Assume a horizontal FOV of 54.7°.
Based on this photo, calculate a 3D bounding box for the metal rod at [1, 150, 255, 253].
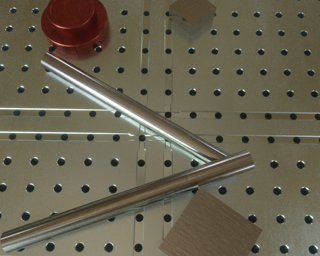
[{"bbox_3d":[-0.036,0.085,0.365,0.302,0.025,0.025,-19,71,-2],"label":"metal rod"}]

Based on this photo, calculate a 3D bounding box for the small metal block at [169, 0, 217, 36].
[{"bbox_3d":[0.050,-0.178,0.478,0.050,0.025,0.050,-42,76,-14],"label":"small metal block"}]

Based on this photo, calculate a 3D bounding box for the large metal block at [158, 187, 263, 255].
[{"bbox_3d":[0.054,0.127,0.353,0.080,0.050,0.080,34,73,11],"label":"large metal block"}]

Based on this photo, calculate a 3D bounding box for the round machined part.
[{"bbox_3d":[-0.128,-0.163,0.461,0.099,0.042,0.098,0,70,-1],"label":"round machined part"}]

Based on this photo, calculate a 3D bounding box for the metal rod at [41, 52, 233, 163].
[{"bbox_3d":[-0.034,-0.024,0.419,0.301,0.025,0.025,30,73,10],"label":"metal rod"}]
